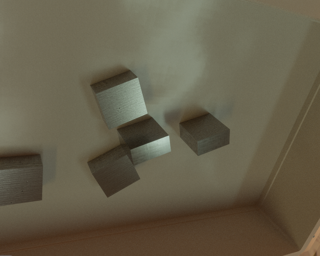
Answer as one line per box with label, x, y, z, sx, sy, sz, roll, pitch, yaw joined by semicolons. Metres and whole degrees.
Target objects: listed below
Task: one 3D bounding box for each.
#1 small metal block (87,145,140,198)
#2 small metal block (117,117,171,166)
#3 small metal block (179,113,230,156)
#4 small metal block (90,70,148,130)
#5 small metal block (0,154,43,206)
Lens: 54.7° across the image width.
small metal block;-0.061;0.057;0.412;0.050;0.025;0.050;-29;129;-10
small metal block;-0.021;0.016;0.392;0.050;0.050;0.025;-20;126;-17
small metal block;0.062;0.008;0.433;0.050;0.050;0.025;-19;126;-18
small metal block;-0.047;-0.033;0.364;0.050;0.025;0.050;-24;128;-14
small metal block;-0.164;0.060;0.357;0.050;0.025;0.050;-3;120;-28
